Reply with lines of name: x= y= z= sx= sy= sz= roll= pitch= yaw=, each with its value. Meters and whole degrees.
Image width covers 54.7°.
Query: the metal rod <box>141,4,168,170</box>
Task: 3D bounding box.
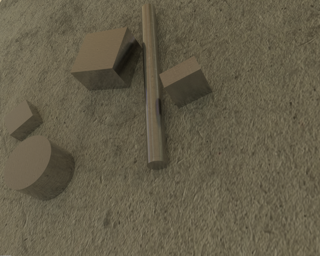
metal rod: x=-0.012 y=-0.080 z=0.457 sx=0.025 sy=0.025 sz=0.299 roll=-16 pitch=55 yaw=18

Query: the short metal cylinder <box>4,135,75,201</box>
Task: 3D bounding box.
short metal cylinder: x=-0.170 y=0.057 z=0.440 sx=0.080 sy=0.050 sz=0.080 roll=-13 pitch=56 yaw=20

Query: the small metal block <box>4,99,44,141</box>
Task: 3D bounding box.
small metal block: x=-0.235 y=-0.013 z=0.533 sx=0.050 sy=0.025 sz=0.050 roll=-41 pitch=51 yaw=0

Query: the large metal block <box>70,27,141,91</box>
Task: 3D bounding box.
large metal block: x=-0.084 y=-0.109 z=0.497 sx=0.080 sy=0.050 sz=0.080 roll=0 pitch=62 yaw=28

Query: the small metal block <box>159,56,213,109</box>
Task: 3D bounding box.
small metal block: x=0.034 y=-0.058 z=0.405 sx=0.050 sy=0.050 sz=0.025 roll=-27 pitch=53 yaw=11
